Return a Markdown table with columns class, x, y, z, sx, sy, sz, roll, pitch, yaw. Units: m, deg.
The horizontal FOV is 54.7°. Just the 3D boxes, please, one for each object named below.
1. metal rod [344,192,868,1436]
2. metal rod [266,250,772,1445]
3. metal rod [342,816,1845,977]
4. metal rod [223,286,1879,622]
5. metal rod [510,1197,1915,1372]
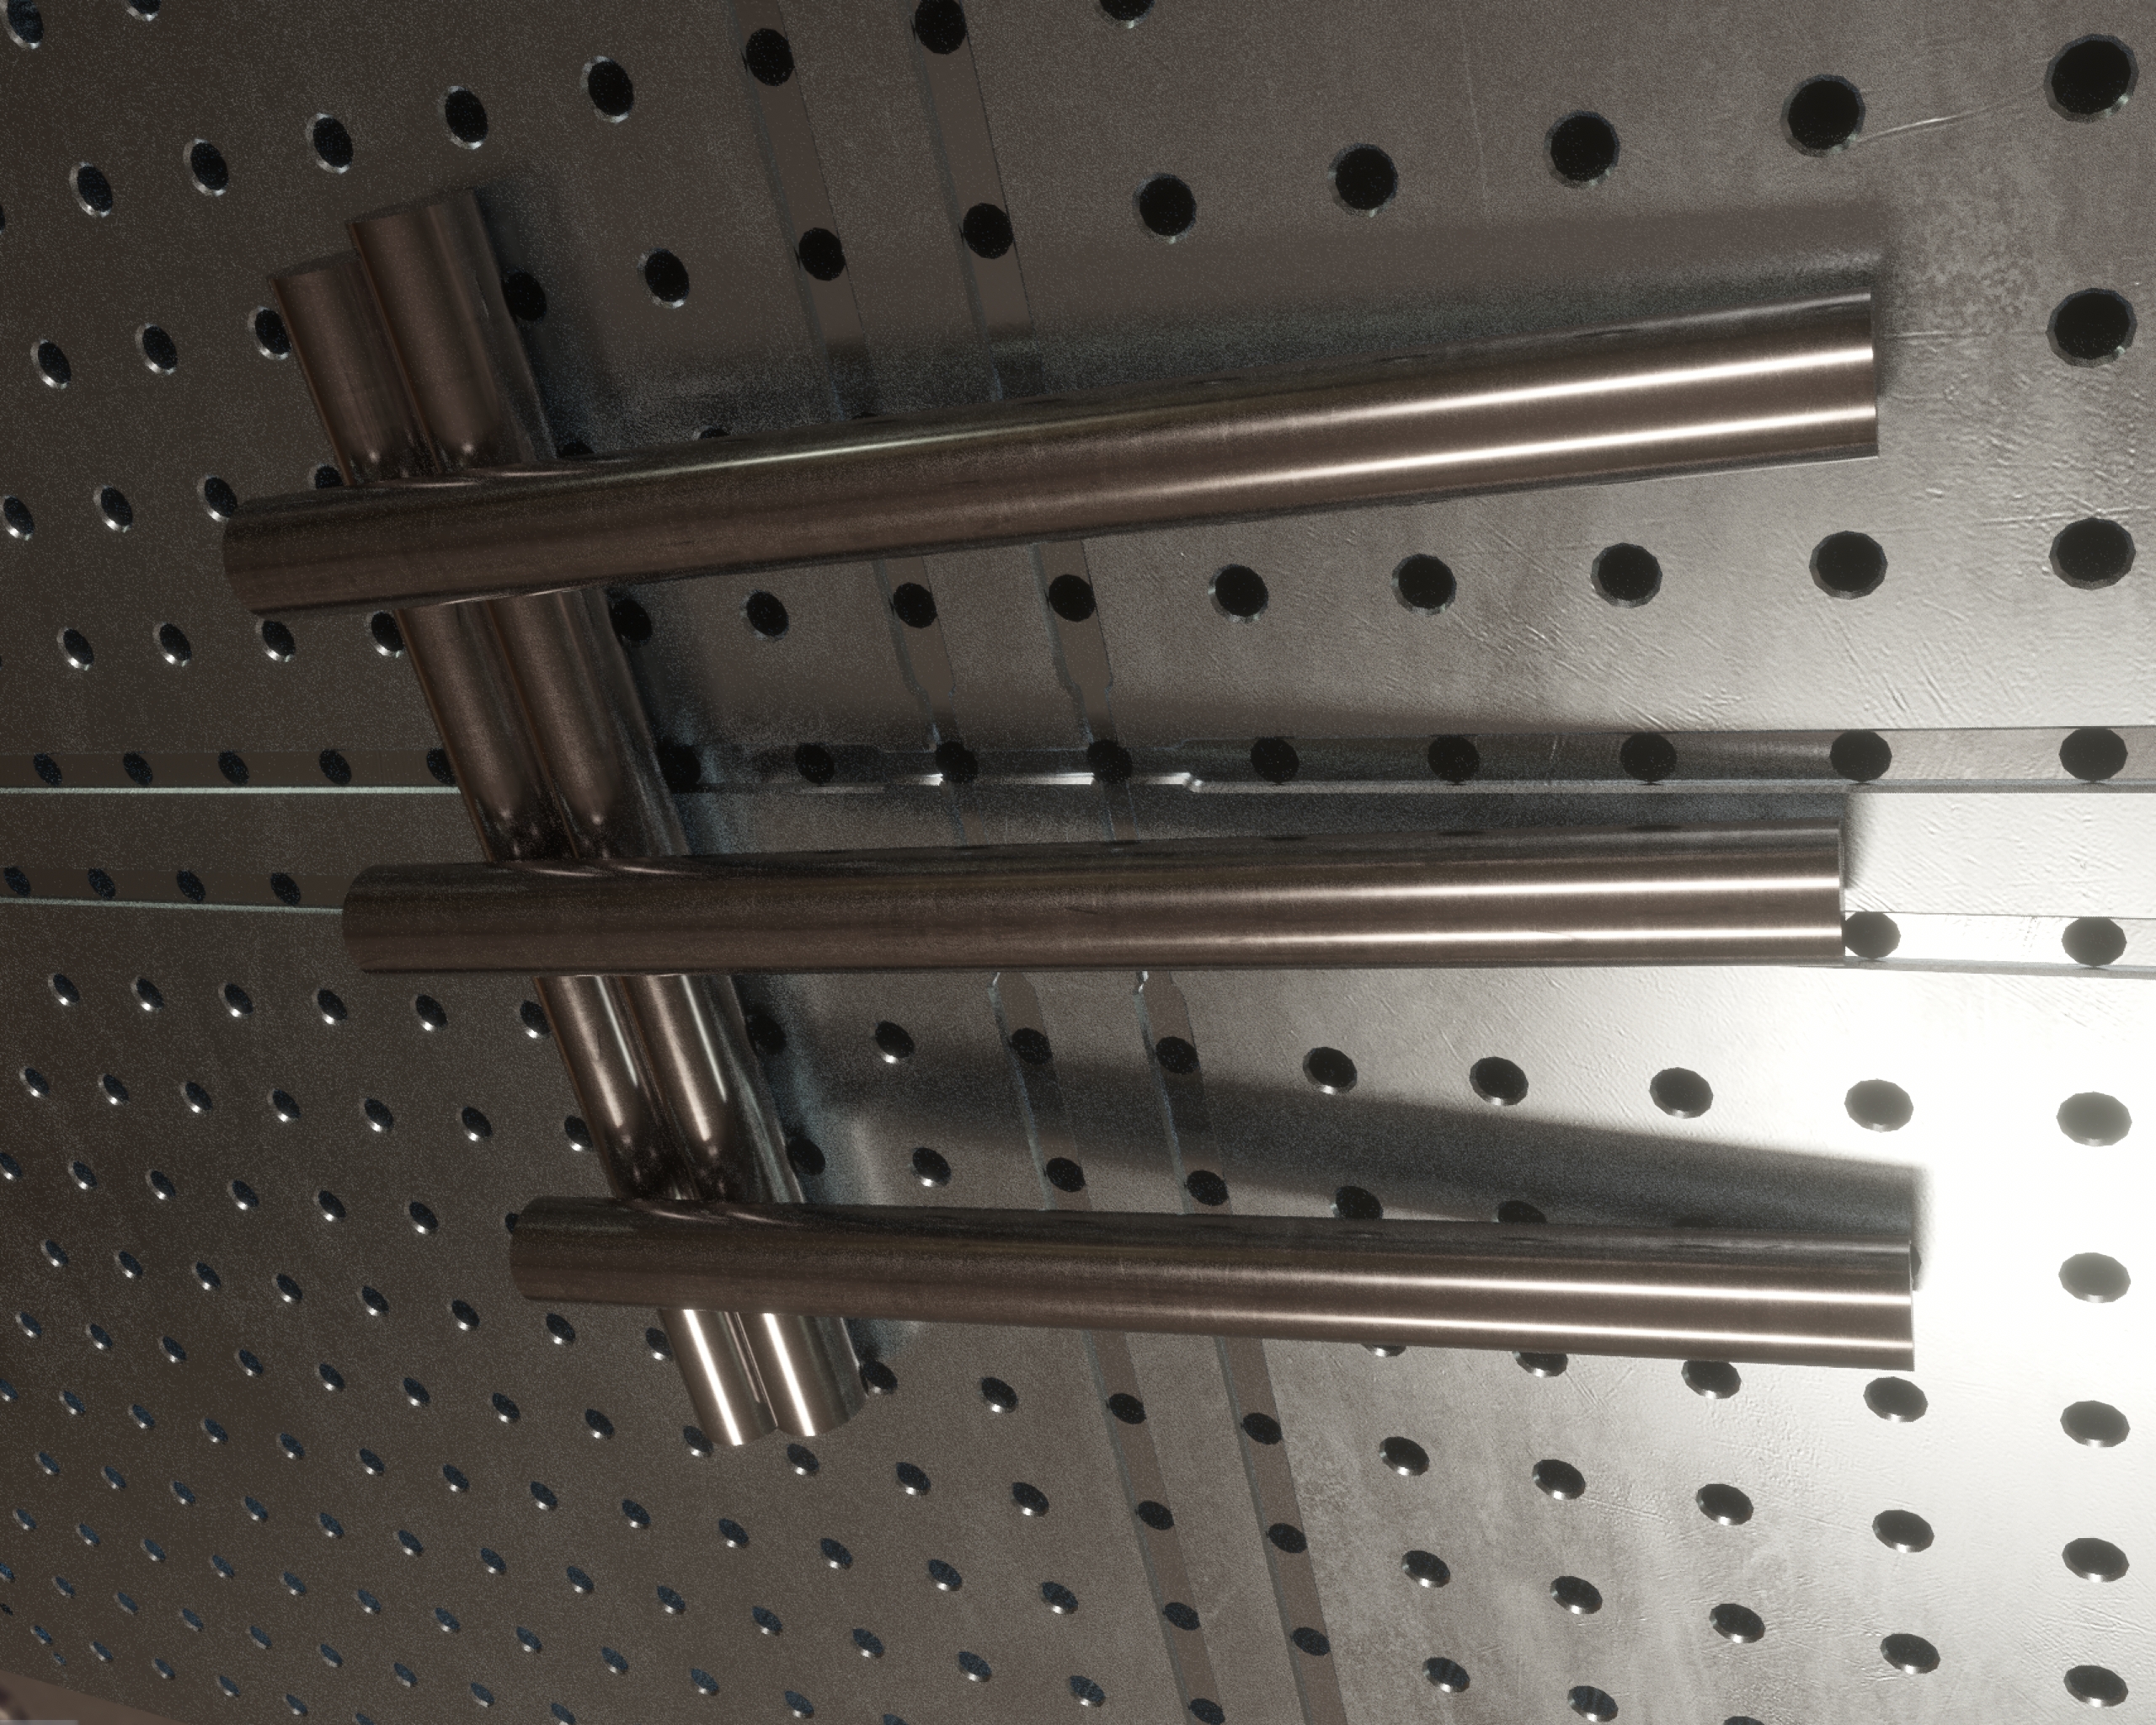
| class | x | y | z | sx | sy | sz | roll | pitch | yaw |
| --- | --- | --- | --- | --- | --- | --- | --- | --- | --- |
| metal rod | -0.096 | 0.005 | 0.462 | 0.025 | 0.025 | 0.298 | 1 | 119 | 27 |
| metal rod | -0.117 | 0.012 | 0.477 | 0.025 | 0.025 | 0.298 | 1 | 119 | 27 |
| metal rod | -0.013 | 0.009 | 0.402 | 0.301 | 0.025 | 0.025 | -2 | 118 | 21 |
| metal rod | -0.022 | -0.066 | 0.362 | 0.301 | 0.025 | 0.025 | -2 | 118 | 22 |
| metal rod | 0.013 | 0.086 | 0.437 | 0.301 | 0.025 | 0.025 | -2 | 118 | 22 |
